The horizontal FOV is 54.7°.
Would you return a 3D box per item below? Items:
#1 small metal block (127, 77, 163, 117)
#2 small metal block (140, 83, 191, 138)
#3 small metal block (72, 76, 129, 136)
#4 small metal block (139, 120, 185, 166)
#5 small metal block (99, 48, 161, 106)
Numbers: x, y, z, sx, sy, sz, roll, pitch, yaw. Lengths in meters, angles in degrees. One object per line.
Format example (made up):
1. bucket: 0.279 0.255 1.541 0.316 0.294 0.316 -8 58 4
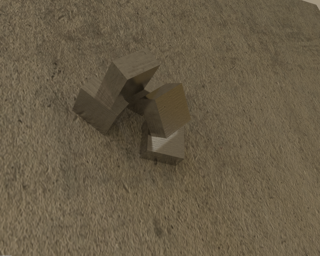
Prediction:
1. small metal block: -0.032 -0.048 0.403 0.050 0.050 0.025 28 52 -11
2. small metal block: 0.008 -0.022 0.377 0.050 0.025 0.050 -36 119 -39
3. small metal block: -0.072 -0.025 0.367 0.050 0.050 0.025 39 51 -3
4. small metal block: 0.003 0.017 0.398 0.050 0.025 0.050 15 56 -20
5. small metal block: -0.034 -0.056 0.342 0.050 0.050 0.025 -33 81 -38
